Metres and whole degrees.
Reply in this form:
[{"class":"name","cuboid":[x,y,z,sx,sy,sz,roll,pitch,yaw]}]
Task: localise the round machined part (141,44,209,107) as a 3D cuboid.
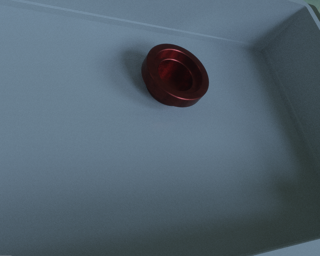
[{"class":"round machined part","cuboid":[0.018,-0.071,0.450,0.099,0.042,0.098,14,56,-21]}]
